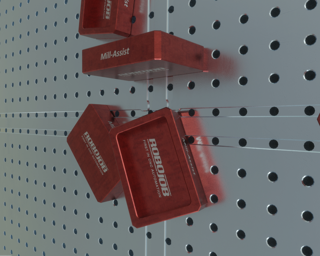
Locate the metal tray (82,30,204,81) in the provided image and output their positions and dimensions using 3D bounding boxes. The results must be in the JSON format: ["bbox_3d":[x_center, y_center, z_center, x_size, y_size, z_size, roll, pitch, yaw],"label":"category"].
[{"bbox_3d":[-0.023,-0.084,0.386,0.130,0.091,0.030,0,90,40],"label":"metal tray"}]

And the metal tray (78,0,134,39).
[{"bbox_3d":[-0.080,-0.206,0.473,0.090,0.030,0.129,12,98,39],"label":"metal tray"}]

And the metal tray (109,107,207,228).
[{"bbox_3d":[-0.005,0.049,0.391,0.090,0.030,0.130,-21,76,17],"label":"metal tray"}]

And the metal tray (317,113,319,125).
[{"bbox_3d":[0.205,0.005,0.236,0.130,0.030,0.090,-27,73,36],"label":"metal tray"}]

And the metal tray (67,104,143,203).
[{"bbox_3d":[-0.090,0.037,0.482,0.090,0.030,0.130,-50,61,28],"label":"metal tray"}]
